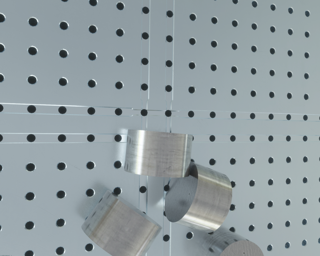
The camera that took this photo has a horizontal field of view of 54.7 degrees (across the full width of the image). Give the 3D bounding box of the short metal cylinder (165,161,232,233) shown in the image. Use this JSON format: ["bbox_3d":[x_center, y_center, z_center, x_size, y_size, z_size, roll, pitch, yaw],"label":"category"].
[{"bbox_3d":[0.048,0.089,0.401,0.050,0.080,0.080,23,82,-19],"label":"short metal cylinder"}]

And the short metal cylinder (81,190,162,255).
[{"bbox_3d":[-0.044,0.117,0.367,0.080,0.080,0.050,38,78,-16],"label":"short metal cylinder"}]

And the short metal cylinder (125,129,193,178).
[{"bbox_3d":[-0.002,0.030,0.383,0.081,0.080,0.050,6,88,-20],"label":"short metal cylinder"}]

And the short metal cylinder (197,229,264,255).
[{"bbox_3d":[0.099,0.190,0.436,0.081,0.050,0.079,0,90,-20],"label":"short metal cylinder"}]
